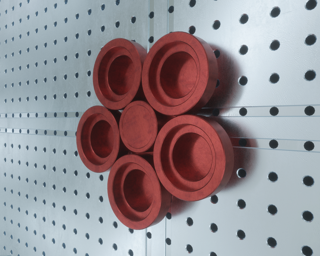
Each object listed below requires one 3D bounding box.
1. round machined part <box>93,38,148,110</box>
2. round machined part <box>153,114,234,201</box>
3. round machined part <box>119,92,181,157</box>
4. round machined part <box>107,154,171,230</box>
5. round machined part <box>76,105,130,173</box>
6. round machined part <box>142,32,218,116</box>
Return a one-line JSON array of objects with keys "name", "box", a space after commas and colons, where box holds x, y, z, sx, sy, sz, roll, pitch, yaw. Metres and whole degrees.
[{"name": "round machined part", "box": [-0.048, -0.074, 0.439, 0.098, 0.042, 0.097, 0, 90, 40]}, {"name": "round machined part", "box": [0.042, 0.033, 0.364, 0.098, 0.042, 0.097, 0, 90, 40]}, {"name": "round machined part", "box": [-0.016, -0.002, 0.412, 0.098, 0.042, 0.097, 0, 90, 40]}, {"name": "round machined part", "box": [-0.023, 0.082, 0.418, 0.098, 0.042, 0.097, 0, 90, 40]}, {"name": "round machined part", "box": [-0.079, 0.016, 0.464, 0.098, 0.042, 0.097, 0, 90, 40]}, {"name": "round machined part", "box": [0.028, -0.063, 0.376, 0.098, 0.042, 0.097, 0, 90, 40]}]
